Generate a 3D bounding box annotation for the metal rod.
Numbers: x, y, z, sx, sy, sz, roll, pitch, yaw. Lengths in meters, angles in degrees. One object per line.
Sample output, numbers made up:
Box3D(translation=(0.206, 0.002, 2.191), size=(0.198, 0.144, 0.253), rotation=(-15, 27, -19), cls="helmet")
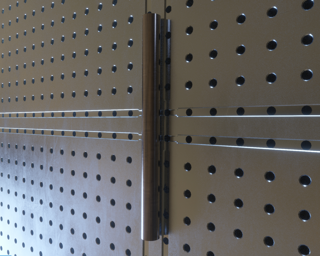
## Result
Box3D(translation=(-0.012, -0.001, 0.417), size=(0.025, 0.025, 0.298), rotation=(1, 90, 39), cls="metal rod")
